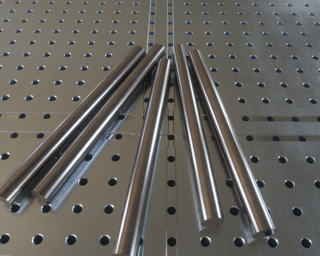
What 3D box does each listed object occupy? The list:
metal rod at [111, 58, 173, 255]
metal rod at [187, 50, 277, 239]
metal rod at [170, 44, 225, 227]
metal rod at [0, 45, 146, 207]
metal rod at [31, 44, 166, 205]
[{"bbox_3d":[-0.014,0.013,0.397,0.025,0.025,0.300,6,50,5],"label":"metal rod"},{"bbox_3d":[0.082,-0.005,0.412,0.025,0.025,0.300,-7,50,-6],"label":"metal rod"},{"bbox_3d":[0.043,-0.015,0.421,0.025,0.025,0.300,-4,50,-3],"label":"metal rod"},{"bbox_3d":[-0.103,-0.023,0.426,0.025,0.025,0.301,22,53,17],"label":"metal rod"},{"bbox_3d":[-0.067,-0.026,0.430,0.025,0.025,0.301,20,53,16],"label":"metal rod"}]
